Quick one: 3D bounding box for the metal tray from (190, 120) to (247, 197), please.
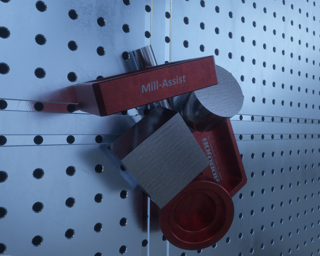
[{"bbox_3d":[0.082,0.048,0.470,0.091,0.030,0.129,-32,110,-36],"label":"metal tray"}]

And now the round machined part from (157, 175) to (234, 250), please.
[{"bbox_3d":[0.044,0.108,0.413,0.099,0.042,0.097,-3,104,-10],"label":"round machined part"}]

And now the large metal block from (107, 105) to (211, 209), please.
[{"bbox_3d":[-0.001,0.032,0.364,0.080,0.050,0.080,-40,117,-13],"label":"large metal block"}]

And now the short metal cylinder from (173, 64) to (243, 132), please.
[{"bbox_3d":[0.066,-0.041,0.424,0.081,0.050,0.080,12,62,-23],"label":"short metal cylinder"}]

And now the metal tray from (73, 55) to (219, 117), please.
[{"bbox_3d":[-0.016,-0.047,0.330,0.131,0.090,0.030,-18,104,-24],"label":"metal tray"}]

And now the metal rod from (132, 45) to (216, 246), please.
[{"bbox_3d":[0.026,0.035,0.426,0.025,0.025,0.298,-32,110,-36],"label":"metal rod"}]
